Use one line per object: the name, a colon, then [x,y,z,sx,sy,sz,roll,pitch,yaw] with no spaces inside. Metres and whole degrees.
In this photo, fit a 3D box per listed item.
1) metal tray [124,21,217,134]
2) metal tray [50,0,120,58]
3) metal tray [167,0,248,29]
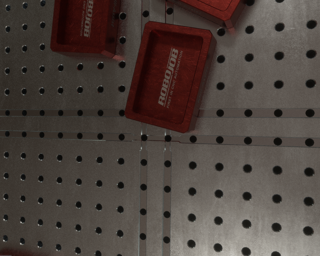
metal tray: [0.013,-0.066,0.404,0.090,0.030,0.129,15,95,19]
metal tray: [-0.106,-0.170,0.445,0.090,0.030,0.129,7,92,19]
metal tray: [0.054,-0.195,0.390,0.130,0.030,0.090,32,100,16]
